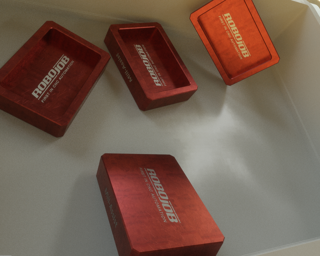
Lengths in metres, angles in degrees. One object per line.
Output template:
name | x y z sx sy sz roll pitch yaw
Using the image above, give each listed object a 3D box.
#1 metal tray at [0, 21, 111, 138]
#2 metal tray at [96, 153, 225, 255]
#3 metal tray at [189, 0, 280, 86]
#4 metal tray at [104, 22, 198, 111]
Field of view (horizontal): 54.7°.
metal tray | -0.127 -0.063 0.372 0.090 0.030 0.130 29 52 -10
metal tray | -0.006 0.077 0.314 0.091 0.030 0.130 4 31 -26
metal tray | 0.117 -0.142 0.483 0.130 0.090 0.030 57 25 -16
metal tray | -0.014 -0.094 0.451 0.091 0.030 0.130 -17 71 -35
